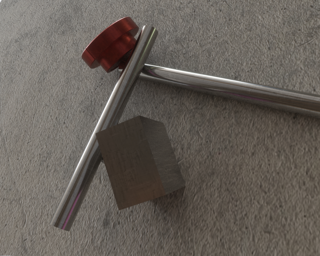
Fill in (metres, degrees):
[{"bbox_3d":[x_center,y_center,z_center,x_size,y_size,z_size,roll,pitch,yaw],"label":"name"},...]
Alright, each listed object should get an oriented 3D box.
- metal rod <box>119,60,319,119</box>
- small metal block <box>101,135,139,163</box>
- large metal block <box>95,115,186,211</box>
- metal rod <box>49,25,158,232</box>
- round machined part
[{"bbox_3d":[0.062,-0.057,0.405,0.300,0.025,0.025,18,71,34],"label":"metal rod"},{"bbox_3d":[-0.051,0.021,0.416,0.050,0.025,0.050,-13,56,20],"label":"small metal block"},{"bbox_3d":[-0.018,0.037,0.337,0.050,0.080,0.080,-22,79,15],"label":"large metal block"},{"bbox_3d":[-0.066,-0.015,0.413,0.025,0.025,0.300,9,66,31],"label":"metal rod"},{"bbox_3d":[-0.070,-0.123,0.481,0.098,0.042,0.098,-39,7,6],"label":"round machined part"}]
